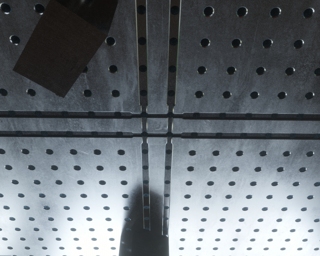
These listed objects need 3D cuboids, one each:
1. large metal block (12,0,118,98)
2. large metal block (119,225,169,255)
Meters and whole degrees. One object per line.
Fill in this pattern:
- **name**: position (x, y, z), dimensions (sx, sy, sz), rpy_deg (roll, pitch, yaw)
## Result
- **large metal block**: position (-0.088, -0.090, 0.298), dimensions (0.050, 0.080, 0.080), rpy_deg (31, 124, -23)
- **large metal block**: position (-0.030, 0.241, 0.580), dimensions (0.080, 0.080, 0.050), rpy_deg (27, 125, -21)
